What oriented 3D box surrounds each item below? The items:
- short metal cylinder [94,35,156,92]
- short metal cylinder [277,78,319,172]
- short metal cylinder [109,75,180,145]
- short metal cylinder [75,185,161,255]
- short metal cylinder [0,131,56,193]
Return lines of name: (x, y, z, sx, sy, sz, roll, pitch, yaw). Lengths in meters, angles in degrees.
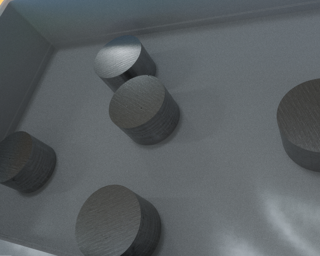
short metal cylinder: (-0.053, -0.094, 0.474, 0.080, 0.050, 0.080, -13, 56, 20)
short metal cylinder: (0.161, -0.002, 0.306, 0.080, 0.050, 0.080, -13, 56, 20)
short metal cylinder: (-0.020, -0.023, 0.413, 0.080, 0.050, 0.080, -13, 56, 20)
short metal cylinder: (-0.046, 0.110, 0.345, 0.080, 0.050, 0.080, -13, 56, 20)
short metal cylinder: (-0.205, 0.051, 0.463, 0.080, 0.050, 0.080, -13, 56, 20)
